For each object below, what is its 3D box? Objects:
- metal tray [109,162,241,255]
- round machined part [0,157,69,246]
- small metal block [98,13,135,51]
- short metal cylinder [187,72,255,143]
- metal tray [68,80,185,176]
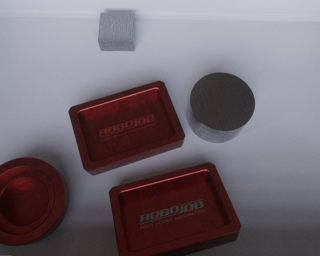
[{"bbox_3d":[0.014,0.098,0.355,0.131,0.030,0.090,-14,51,-6],"label":"metal tray"},{"bbox_3d":[-0.157,0.087,0.367,0.099,0.042,0.098,0,70,-1],"label":"round machined part"},{"bbox_3d":[-0.063,-0.143,0.461,0.050,0.025,0.050,1,70,0],"label":"small metal block"},{"bbox_3d":[0.077,-0.025,0.407,0.081,0.050,0.080,0,70,0],"label":"short metal cylinder"},{"bbox_3d":[-0.043,-0.001,0.406,0.131,0.030,0.090,-18,71,-7],"label":"metal tray"}]
